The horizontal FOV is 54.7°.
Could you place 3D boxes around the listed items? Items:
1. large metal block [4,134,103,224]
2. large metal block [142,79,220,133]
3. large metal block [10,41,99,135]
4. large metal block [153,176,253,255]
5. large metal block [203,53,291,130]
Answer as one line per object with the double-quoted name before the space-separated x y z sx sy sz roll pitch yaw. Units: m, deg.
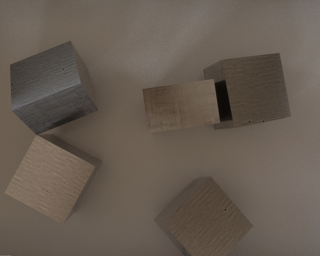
"large metal block" -0.133 0.062 0.397 0.080 0.050 0.080 29 90 -1
"large metal block" 0.024 -0.025 0.384 0.081 0.080 0.050 -8 90 0
"large metal block" -0.130 -0.050 0.378 0.080 0.050 0.080 -22 54 -1
"large metal block" 0.053 0.119 0.388 0.080 0.050 0.080 -40 90 -19
"large metal block" 0.108 -0.045 0.390 0.081 0.050 0.080 -10 90 -18
